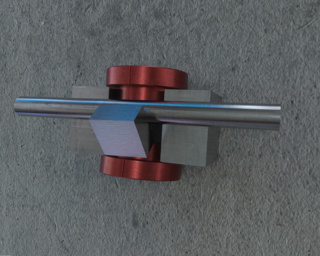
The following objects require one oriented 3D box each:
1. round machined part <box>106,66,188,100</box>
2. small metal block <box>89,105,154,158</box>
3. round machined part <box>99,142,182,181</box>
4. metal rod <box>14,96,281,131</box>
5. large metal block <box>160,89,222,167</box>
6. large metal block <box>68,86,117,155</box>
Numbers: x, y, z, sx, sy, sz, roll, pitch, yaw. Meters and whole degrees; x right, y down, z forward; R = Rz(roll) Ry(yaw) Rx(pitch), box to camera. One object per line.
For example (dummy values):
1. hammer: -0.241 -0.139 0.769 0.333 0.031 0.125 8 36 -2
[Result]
1. round machined part: -0.016 -0.047 0.377 0.098 0.098 0.042 4 92 20
2. small metal block: -0.039 0.003 0.324 0.050 0.025 0.050 2 131 21
3. round machined part: -0.022 0.036 0.379 0.098 0.098 0.042 5 87 20
4. metal rod: -0.031 -0.018 0.336 0.301 0.025 0.025 4 91 20
5. large metal block: 0.040 -0.001 0.367 0.050 0.080 0.079 4 92 20
6. large metal block: -0.072 -0.010 0.406 0.050 0.080 0.079 5 92 20
